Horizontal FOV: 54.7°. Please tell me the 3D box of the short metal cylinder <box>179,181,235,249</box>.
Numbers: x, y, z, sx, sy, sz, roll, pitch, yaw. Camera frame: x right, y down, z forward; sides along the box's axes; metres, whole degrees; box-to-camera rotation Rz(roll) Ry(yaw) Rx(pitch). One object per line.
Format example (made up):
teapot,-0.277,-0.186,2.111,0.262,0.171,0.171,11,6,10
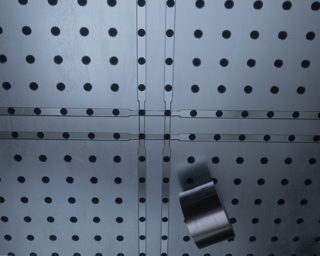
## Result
short metal cylinder,0.065,0.119,0.429,0.050,0.080,0.080,-23,109,8
